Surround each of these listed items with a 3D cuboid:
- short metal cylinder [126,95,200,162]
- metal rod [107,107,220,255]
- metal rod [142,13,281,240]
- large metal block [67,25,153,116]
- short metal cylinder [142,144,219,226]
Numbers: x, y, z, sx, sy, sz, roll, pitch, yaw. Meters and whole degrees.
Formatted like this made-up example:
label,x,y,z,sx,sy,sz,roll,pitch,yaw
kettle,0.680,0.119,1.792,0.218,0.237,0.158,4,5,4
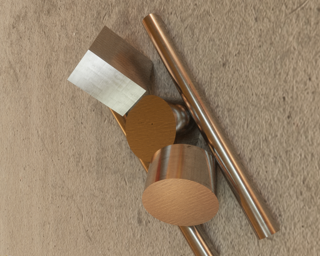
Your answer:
label,x,y,z,sx,sy,sz,roll,pitch,yaw
short metal cylinder,0.003,0.001,0.387,0.080,0.050,0.080,0,90,40
metal rod,-0.016,0.041,0.419,0.025,0.025,0.299,-48,62,29
metal rod,0.049,-0.018,0.365,0.025,0.025,0.299,-39,66,33
large metal block,-0.060,-0.075,0.400,0.050,0.080,0.080,-44,22,31
short metal cylinder,0.024,0.064,0.343,0.080,0.080,0.050,-38,24,33
